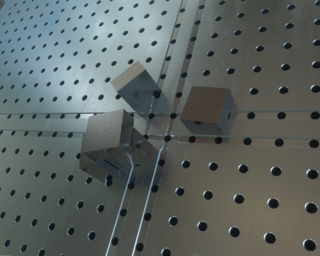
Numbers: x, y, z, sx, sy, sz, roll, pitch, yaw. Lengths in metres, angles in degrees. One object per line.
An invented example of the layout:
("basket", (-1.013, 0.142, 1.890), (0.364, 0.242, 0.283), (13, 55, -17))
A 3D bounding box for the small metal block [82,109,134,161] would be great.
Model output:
("small metal block", (-0.061, 0.009, 0.372), (0.050, 0.025, 0.050), (-11, 57, 22))

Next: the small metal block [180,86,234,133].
("small metal block", (0.060, -0.024, 0.392), (0.050, 0.025, 0.050), (8, 66, 32))

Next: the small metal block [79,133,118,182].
("small metal block", (-0.079, 0.037, 0.412), (0.025, 0.050, 0.050), (-16, 55, 20))

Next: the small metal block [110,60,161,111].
("small metal block", (-0.034, -0.061, 0.449), (0.050, 0.050, 0.025), (-38, 51, 3))

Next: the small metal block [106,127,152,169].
("small metal block", (-0.044, 0.027, 0.400), (0.050, 0.050, 0.025), (-16, 56, 19))
